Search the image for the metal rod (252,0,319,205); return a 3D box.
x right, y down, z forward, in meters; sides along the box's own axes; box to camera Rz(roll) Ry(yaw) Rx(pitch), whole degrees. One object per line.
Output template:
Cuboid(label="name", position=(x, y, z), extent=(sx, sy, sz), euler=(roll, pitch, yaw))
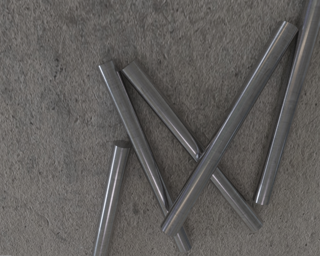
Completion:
Cuboid(label="metal rod", position=(0.165, -0.034, 0.398), extent=(0.025, 0.025, 0.298), euler=(7, 110, -3))

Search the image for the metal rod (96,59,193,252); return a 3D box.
Cuboid(label="metal rod", position=(-0.014, 0.051, 0.428), extent=(0.025, 0.025, 0.299), euler=(-20, 109, 7))

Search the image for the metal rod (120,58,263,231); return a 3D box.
Cuboid(label="metal rod", position=(0.052, 0.033, 0.422), extent=(0.025, 0.025, 0.300), euler=(-36, 107, 12))

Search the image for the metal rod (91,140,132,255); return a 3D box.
Cuboid(label="metal rod", position=(-0.084, 0.158, 0.467), extent=(0.025, 0.025, 0.298), euler=(12, 110, -5))

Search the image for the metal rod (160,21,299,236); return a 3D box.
Cuboid(label="metal rod", position=(0.082, 0.008, 0.392), extent=(0.025, 0.025, 0.299), euler=(27, 100, -10))
